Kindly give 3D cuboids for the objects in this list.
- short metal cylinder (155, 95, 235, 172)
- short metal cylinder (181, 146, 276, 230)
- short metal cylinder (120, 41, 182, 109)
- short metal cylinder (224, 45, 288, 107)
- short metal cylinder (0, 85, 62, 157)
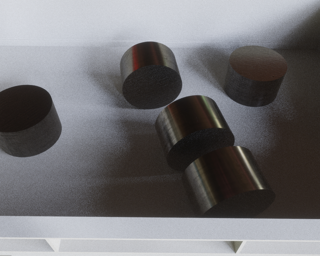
[{"bbox_3d":[0.040,0.008,0.363,0.081,0.080,0.050,-12,51,-10],"label":"short metal cylinder"},{"bbox_3d":[0.068,0.063,0.317,0.081,0.080,0.050,-12,51,-10],"label":"short metal cylinder"},{"bbox_3d":[-0.013,-0.071,0.429,0.081,0.080,0.050,-6,51,-6],"label":"short metal cylinder"},{"bbox_3d":[0.138,-0.077,0.455,0.081,0.050,0.080,0,50,0],"label":"short metal cylinder"},{"bbox_3d":[-0.172,-0.010,0.395,0.081,0.050,0.080,0,50,0],"label":"short metal cylinder"}]
